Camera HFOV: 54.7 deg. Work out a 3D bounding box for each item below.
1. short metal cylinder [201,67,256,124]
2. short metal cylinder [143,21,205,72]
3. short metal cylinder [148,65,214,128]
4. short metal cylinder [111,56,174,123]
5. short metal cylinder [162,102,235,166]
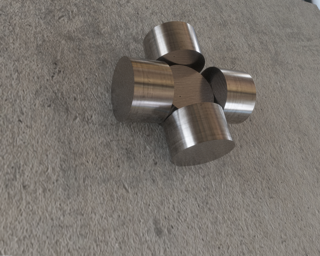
[{"bbox_3d":[0.092,-0.046,0.450,0.050,0.080,0.080,2,61,-28],"label":"short metal cylinder"},{"bbox_3d":[0.019,-0.106,0.445,0.081,0.080,0.050,2,62,-28],"label":"short metal cylinder"},{"bbox_3d":[0.027,-0.040,0.430,0.081,0.050,0.080,14,56,-21],"label":"short metal cylinder"},{"bbox_3d":[-0.024,-0.046,0.387,0.050,0.080,0.080,2,61,-28],"label":"short metal cylinder"},{"bbox_3d":[0.048,0.010,0.391,0.081,0.080,0.050,0,61,-29],"label":"short metal cylinder"}]
